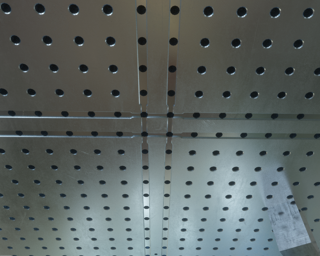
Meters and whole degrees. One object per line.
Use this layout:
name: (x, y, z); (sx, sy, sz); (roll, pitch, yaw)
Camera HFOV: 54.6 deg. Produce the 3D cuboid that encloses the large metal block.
large metal block: (0.232, 0.185, 0.534); (0.050, 0.080, 0.080); (-26, 125, 21)
